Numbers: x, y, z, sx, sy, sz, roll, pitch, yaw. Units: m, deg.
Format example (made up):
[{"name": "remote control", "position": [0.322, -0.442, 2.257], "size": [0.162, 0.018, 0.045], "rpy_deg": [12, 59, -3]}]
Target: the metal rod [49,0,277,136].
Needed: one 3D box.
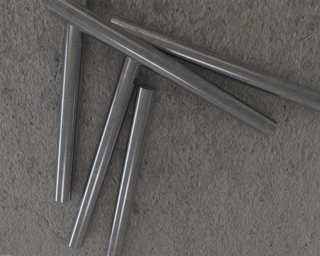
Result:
[{"name": "metal rod", "position": [0.018, -0.066, 0.368], "size": [0.301, 0.025, 0.025], "rpy_deg": [27, 108, -17]}]

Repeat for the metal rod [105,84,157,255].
[{"name": "metal rod", "position": [-0.047, 0.085, 0.440], "size": [0.025, 0.025, 0.298], "rpy_deg": [11, 110, -4]}]

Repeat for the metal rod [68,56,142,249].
[{"name": "metal rod", "position": [-0.079, 0.043, 0.424], "size": [0.025, 0.025, 0.298], "rpy_deg": [18, 109, -7]}]

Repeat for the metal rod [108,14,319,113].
[{"name": "metal rod", "position": [0.084, -0.074, 0.383], "size": [0.302, 0.025, 0.025], "rpy_deg": [18, 109, -7]}]

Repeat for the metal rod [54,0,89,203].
[{"name": "metal rod", "position": [-0.114, -0.038, 0.394], "size": [0.025, 0.025, 0.298], "rpy_deg": [9, 110, -4]}]
